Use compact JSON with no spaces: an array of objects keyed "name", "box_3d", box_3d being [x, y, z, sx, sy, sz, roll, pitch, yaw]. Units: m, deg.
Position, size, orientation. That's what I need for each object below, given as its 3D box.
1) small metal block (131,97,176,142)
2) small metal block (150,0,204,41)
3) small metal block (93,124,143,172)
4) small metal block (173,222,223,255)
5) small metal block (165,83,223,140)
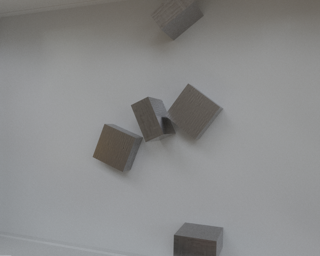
[{"name":"small metal block","box_3d":[-0.007,-0.010,0.400,0.025,0.050,0.050,-25,82,18]},{"name":"small metal block","box_3d":[0.022,-0.142,0.389,0.050,0.050,0.025,-37,78,16]},{"name":"small metal block","box_3d":[-0.059,0.027,0.431,0.050,0.025,0.050,23,98,18]},{"name":"small metal block","box_3d":[0.048,0.139,0.380,0.050,0.050,0.025,2,91,20]},{"name":"small metal block","box_3d":[0.043,-0.021,0.395,0.050,0.025,0.050,40,102,15]}]
